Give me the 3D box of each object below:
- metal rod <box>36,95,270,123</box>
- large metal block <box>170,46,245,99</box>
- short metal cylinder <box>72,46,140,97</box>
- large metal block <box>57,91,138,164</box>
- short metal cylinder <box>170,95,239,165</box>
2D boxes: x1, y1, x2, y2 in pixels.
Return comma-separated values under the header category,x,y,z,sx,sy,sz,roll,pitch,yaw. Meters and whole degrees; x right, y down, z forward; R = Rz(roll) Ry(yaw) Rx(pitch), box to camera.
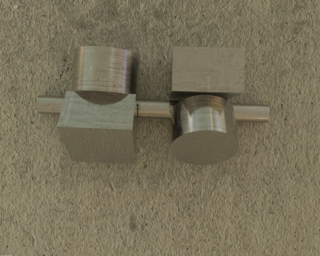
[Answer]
category,x,y,z,sx,sy,sz,roll,pitch,yaw
metal rod,-0.008,-0.025,0.413,0.302,0.025,0.025,2,90,-1
large metal block,0.054,-0.065,0.384,0.081,0.080,0.050,1,90,0
short metal cylinder,-0.066,-0.066,0.383,0.080,0.080,0.050,3,90,0
large metal block,-0.070,0.002,0.377,0.081,0.080,0.050,3,56,-1
short metal cylinder,0.053,0.004,0.378,0.081,0.080,0.050,2,55,0
